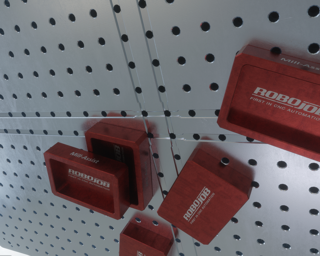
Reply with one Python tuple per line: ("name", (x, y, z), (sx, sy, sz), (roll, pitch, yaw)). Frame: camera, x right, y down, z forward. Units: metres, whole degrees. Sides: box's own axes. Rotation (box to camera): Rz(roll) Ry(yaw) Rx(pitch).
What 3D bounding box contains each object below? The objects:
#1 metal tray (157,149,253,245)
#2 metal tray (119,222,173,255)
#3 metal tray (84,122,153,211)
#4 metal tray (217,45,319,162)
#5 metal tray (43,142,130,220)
("metal tray", (0.059, 0.101, 0.440), (0.090, 0.030, 0.129), (31, 129, 8))
("metal tray", (-0.029, 0.242, 0.574), (0.090, 0.030, 0.129), (19, 126, 17))
("metal tray", (-0.061, 0.060, 0.478), (0.090, 0.030, 0.129), (11, 123, 22))
("metal tray", (0.134, -0.024, 0.322), (0.130, 0.030, 0.089), (20, 126, 16))
("metal tray", (-0.112, 0.081, 0.477), (0.130, 0.030, 0.089), (15, 125, 20))
